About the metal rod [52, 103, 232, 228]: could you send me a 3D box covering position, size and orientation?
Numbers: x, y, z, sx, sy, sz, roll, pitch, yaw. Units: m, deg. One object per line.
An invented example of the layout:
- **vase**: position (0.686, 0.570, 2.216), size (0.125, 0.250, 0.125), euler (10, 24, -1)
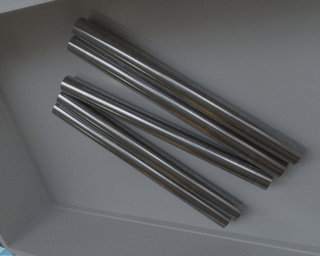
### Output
- **metal rod**: position (-0.029, 0.050, 0.453), size (0.301, 0.025, 0.025), euler (33, 129, 6)

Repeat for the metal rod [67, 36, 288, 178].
- **metal rod**: position (0.016, -0.030, 0.380), size (0.301, 0.025, 0.025), euler (32, 129, 7)

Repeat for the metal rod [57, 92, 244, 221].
- **metal rod**: position (-0.017, 0.035, 0.438), size (0.301, 0.025, 0.025), euler (33, 129, 6)

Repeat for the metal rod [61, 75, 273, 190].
- **metal rod**: position (0.001, 0.001, 0.407), size (0.301, 0.025, 0.025), euler (26, 128, 12)

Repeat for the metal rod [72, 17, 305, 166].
- **metal rod**: position (0.027, -0.047, 0.364), size (0.301, 0.025, 0.025), euler (32, 129, 7)
